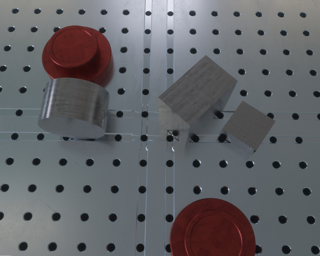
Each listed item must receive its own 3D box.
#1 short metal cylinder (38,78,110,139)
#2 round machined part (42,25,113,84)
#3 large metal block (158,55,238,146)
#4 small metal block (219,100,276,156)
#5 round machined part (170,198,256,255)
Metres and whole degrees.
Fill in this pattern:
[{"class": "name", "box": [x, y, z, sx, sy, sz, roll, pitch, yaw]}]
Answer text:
[{"class": "short metal cylinder", "box": [-0.106, -0.022, 0.390, 0.080, 0.080, 0.050, 3, 70, 1]}, {"class": "round machined part", "box": [-0.119, -0.105, 0.440, 0.099, 0.042, 0.098, 0, 70, 0]}, {"class": "large metal block", "box": [0.044, -0.032, 0.394, 0.080, 0.080, 0.050, -43, 76, -14]}, {"class": "small metal block", "box": [0.116, 0.000, 0.412, 0.050, 0.025, 0.050, 35, 74, 11]}, {"class": "round machined part", "box": [0.061, 0.130, 0.355, 0.099, 0.042, 0.098, 0, 70, 0]}]
